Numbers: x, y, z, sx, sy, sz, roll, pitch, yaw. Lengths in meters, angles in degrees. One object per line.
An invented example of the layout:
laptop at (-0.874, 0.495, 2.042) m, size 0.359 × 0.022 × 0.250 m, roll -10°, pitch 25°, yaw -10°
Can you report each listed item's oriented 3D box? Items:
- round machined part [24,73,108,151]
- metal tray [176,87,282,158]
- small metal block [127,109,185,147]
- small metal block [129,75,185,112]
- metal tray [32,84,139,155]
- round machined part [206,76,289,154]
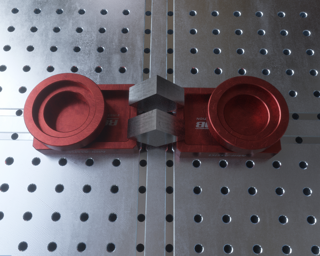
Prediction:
round machined part at (-0.116, -0.017, 0.395) m, size 0.099 × 0.042 × 0.098 m, roll 0°, pitch 70°, yaw 0°
metal tray at (0.087, -0.007, 0.412) m, size 0.131 × 0.030 × 0.090 m, roll 1°, pitch 70°, yaw 0°
small metal block at (-0.005, 0.001, 0.382) m, size 0.050 × 0.050 × 0.025 m, roll -18°, pitch 63°, yaw 41°
small metal block at (-0.004, -0.040, 0.398) m, size 0.050 × 0.050 × 0.025 m, roll -18°, pitch 63°, yaw 41°
metal tray at (-0.095, -0.012, 0.414) m, size 0.131 × 0.030 × 0.090 m, roll -1°, pitch 72°, yaw -1°
round machined part at (0.108, -0.014, 0.395) m, size 0.099 × 0.042 × 0.098 m, roll 0°, pitch 70°, yaw 0°
